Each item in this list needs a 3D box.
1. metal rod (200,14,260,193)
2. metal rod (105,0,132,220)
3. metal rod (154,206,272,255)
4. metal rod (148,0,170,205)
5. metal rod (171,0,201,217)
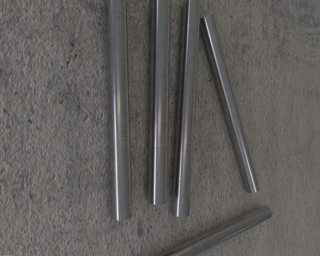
[{"bbox_3d":[0.116,-0.030,0.501,0.025,0.025,0.298,-30,109,-36],"label":"metal rod"},{"bbox_3d":[-0.049,-0.044,0.363,0.025,0.025,0.298,-3,92,-40],"label":"metal rod"},{"bbox_3d":[0.078,0.168,0.470,0.302,0.025,0.025,-7,95,-40],"label":"metal rod"},{"bbox_3d":[-0.001,-0.053,0.403,0.025,0.025,0.298,1,89,-40],"label":"metal rod"},{"bbox_3d":[0.037,-0.029,0.435,0.025,0.025,0.298,6,86,-40],"label":"metal rod"}]
